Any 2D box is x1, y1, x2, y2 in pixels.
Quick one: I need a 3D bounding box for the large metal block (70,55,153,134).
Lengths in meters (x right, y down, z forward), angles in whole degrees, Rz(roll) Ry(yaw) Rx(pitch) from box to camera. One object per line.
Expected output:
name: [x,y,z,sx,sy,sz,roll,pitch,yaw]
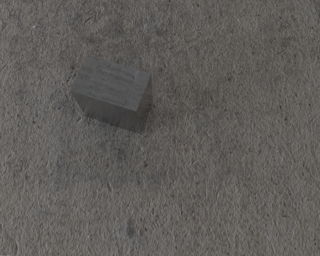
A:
large metal block: [-0.056,-0.039,0.393,0.080,0.080,0.050,18,71,6]
